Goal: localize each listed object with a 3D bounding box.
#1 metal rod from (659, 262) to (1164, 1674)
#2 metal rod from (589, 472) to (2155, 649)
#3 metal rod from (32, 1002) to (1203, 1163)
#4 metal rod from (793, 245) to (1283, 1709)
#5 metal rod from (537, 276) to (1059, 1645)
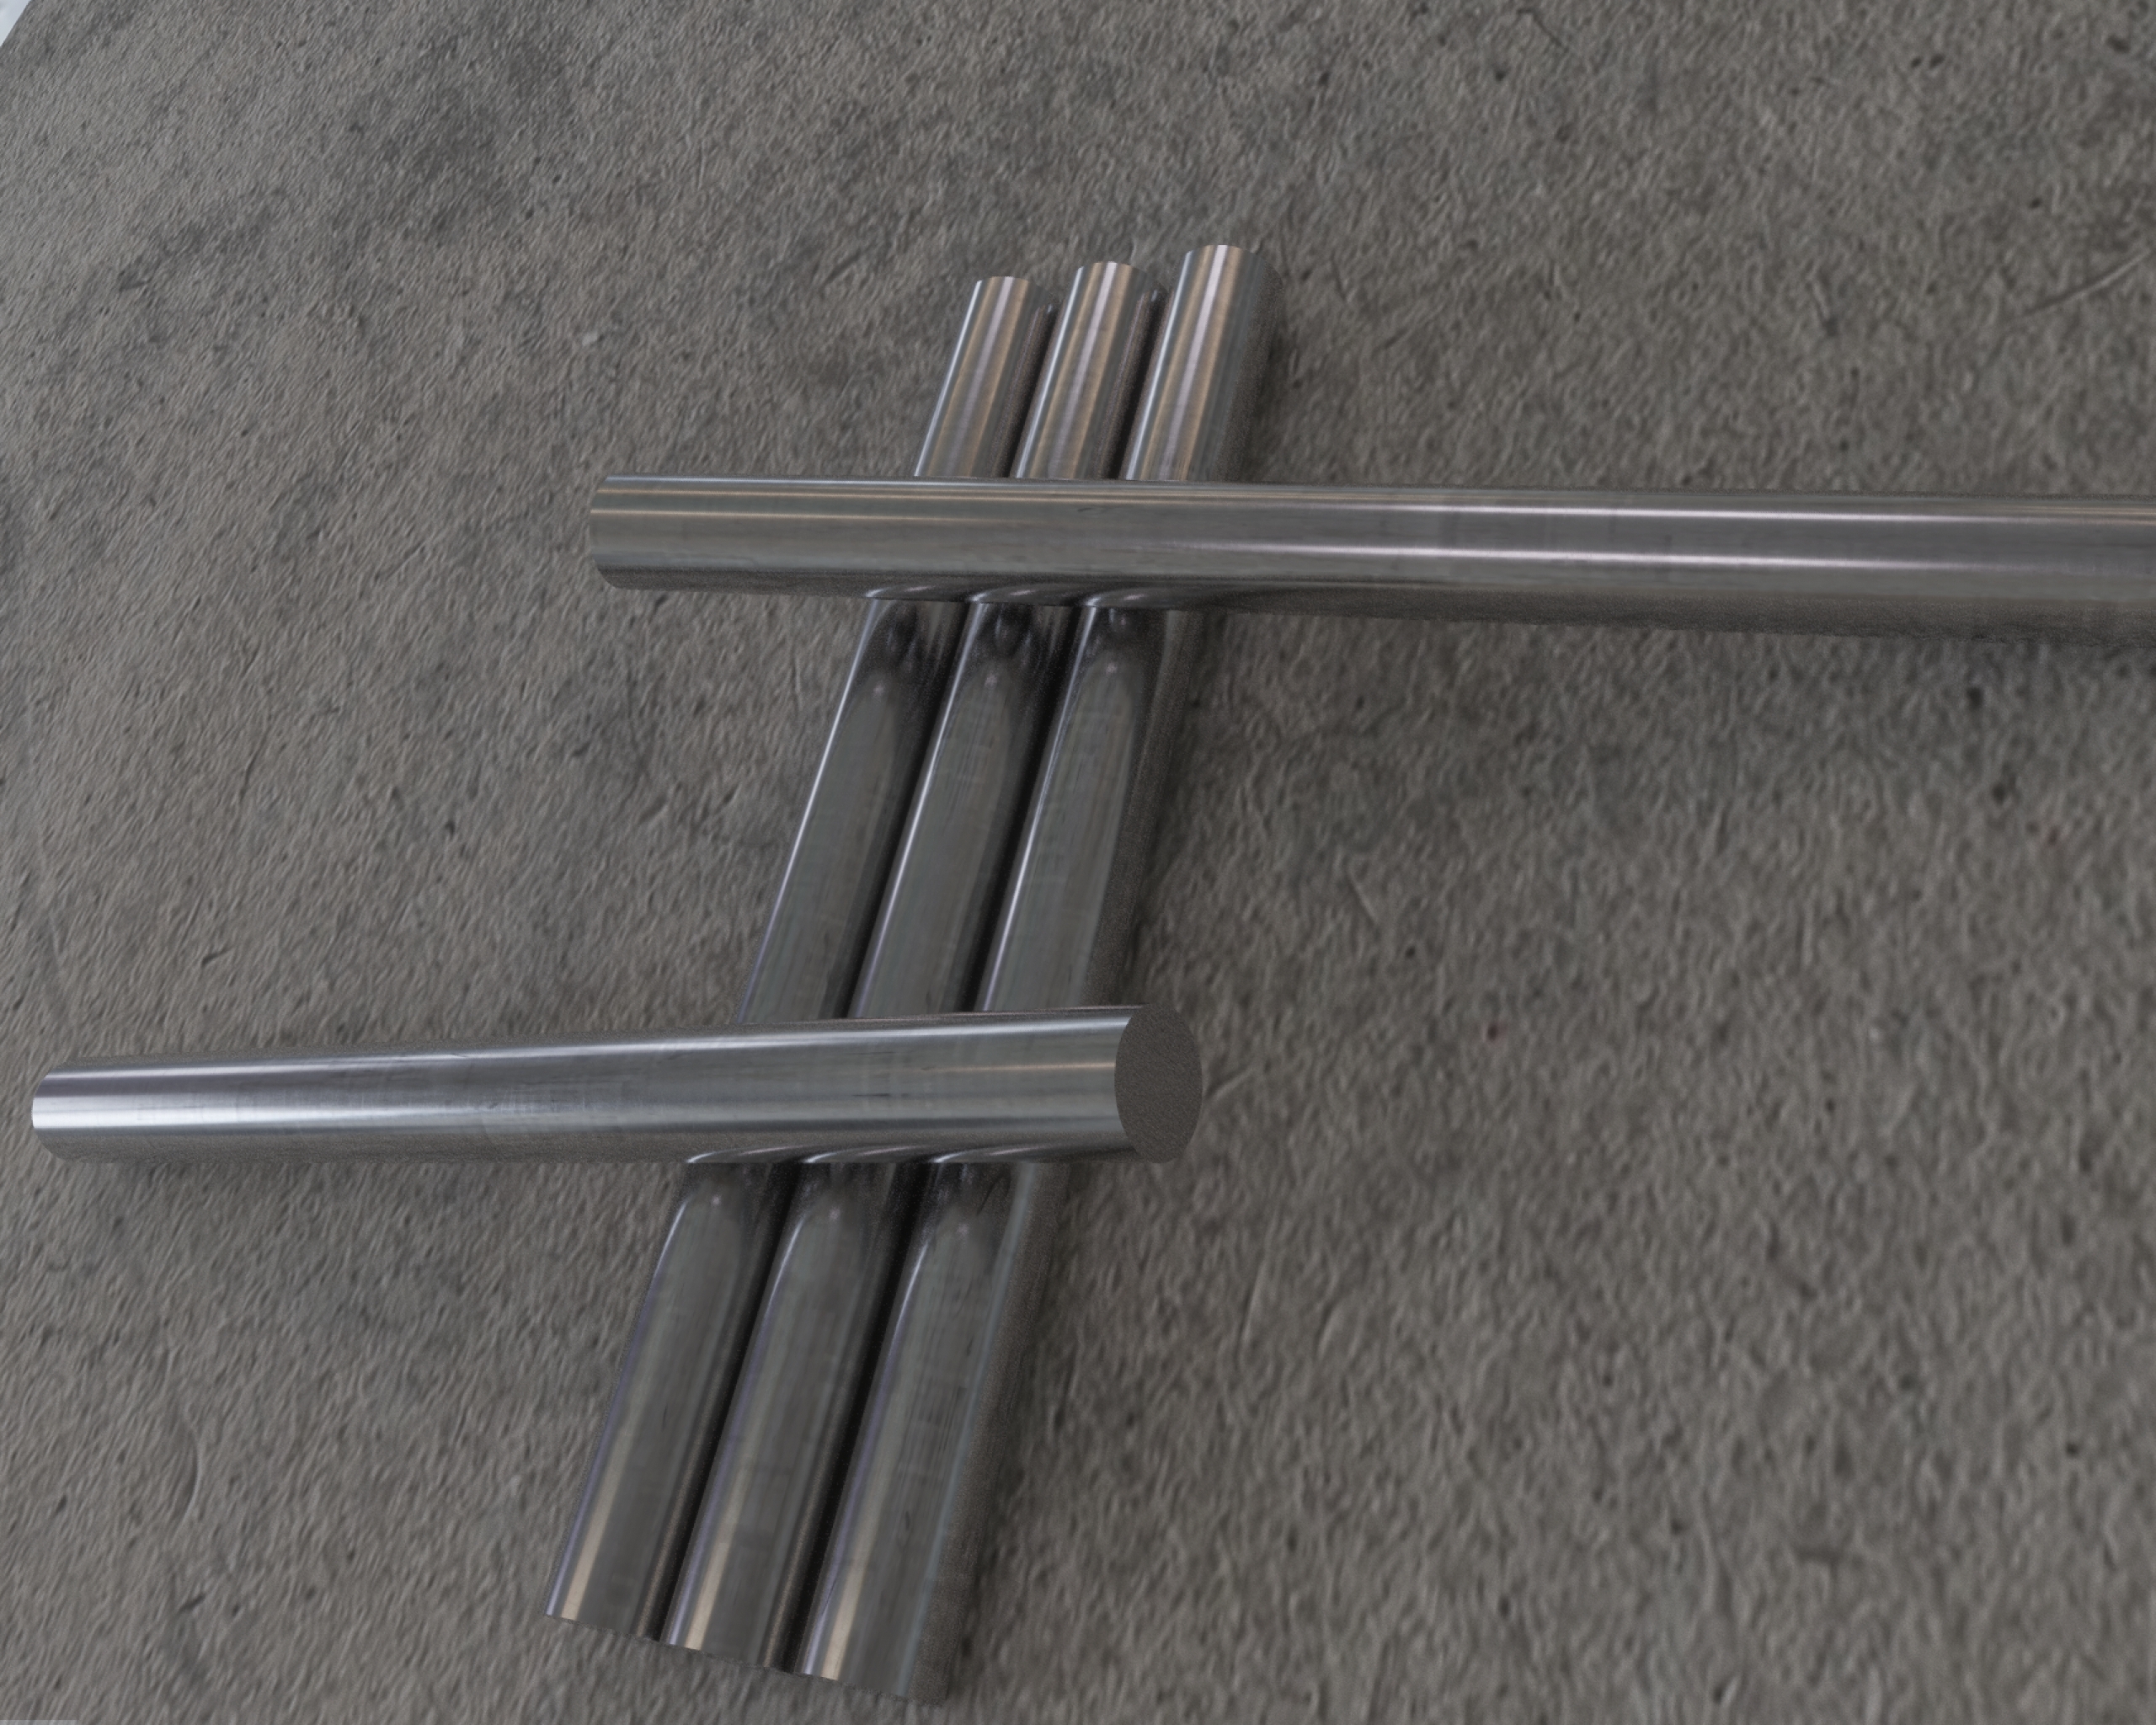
[{"bbox_3d":[-0.024,0.003,0.414,0.025,0.025,0.300,0,62,28],"label":"metal rod"},{"bbox_3d":[0.043,-0.059,0.391,0.301,0.025,0.025,5,64,21],"label":"metal rod"},{"bbox_3d":[-0.111,0.046,0.408,0.300,0.025,0.025,-6,59,34],"label":"metal rod"},{"bbox_3d":[0.000,0.003,0.402,0.025,0.025,0.300,0,62,28],"label":"metal rod"},{"bbox_3d":[-0.048,0.003,0.427,0.025,0.025,0.300,0,62,28],"label":"metal rod"}]
